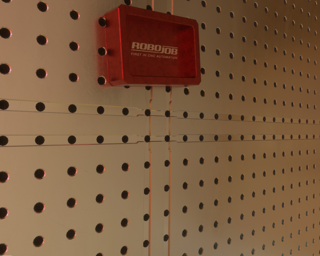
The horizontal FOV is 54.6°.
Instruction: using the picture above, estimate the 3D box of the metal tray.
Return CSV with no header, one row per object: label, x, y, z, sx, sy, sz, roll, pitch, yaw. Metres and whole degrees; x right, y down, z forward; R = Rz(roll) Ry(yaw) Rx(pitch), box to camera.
metal tray,-0.004,-0.100,0.401,0.131,0.030,0.090,-6,94,-40
